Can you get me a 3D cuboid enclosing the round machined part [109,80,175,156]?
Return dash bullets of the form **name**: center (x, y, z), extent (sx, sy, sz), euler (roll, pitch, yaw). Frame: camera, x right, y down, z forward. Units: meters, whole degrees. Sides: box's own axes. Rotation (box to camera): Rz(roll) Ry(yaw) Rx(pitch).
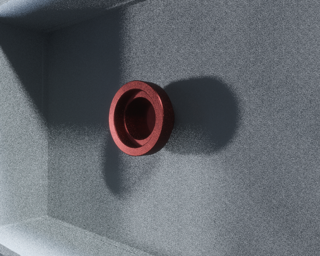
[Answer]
- **round machined part**: center (-0.020, -0.013, 0.413), extent (0.098, 0.042, 0.097), euler (0, 90, 40)
